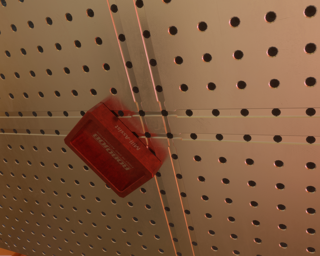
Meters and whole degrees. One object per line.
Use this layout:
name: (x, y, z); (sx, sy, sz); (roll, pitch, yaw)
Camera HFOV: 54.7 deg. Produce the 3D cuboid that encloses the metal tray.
metal tray: (-0.073, 0.037, 0.466); (0.130, 0.030, 0.090); (46, 129, -4)
